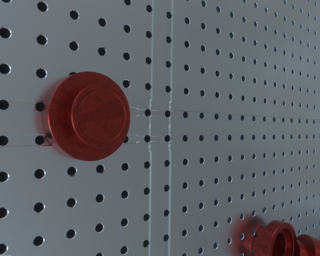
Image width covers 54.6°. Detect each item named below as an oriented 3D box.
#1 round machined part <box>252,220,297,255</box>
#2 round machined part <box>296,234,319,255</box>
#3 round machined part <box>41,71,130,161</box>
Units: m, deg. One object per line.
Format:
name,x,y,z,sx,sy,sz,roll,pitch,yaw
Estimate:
round machined part,0.208,0.219,0.571,0.099,0.042,0.097,0,90,-40
round machined part,0.271,0.255,0.600,0.042,0.098,0.098,19,75,-2
round machined part,-0.072,-0.013,0.337,0.099,0.042,0.097,0,90,-40
